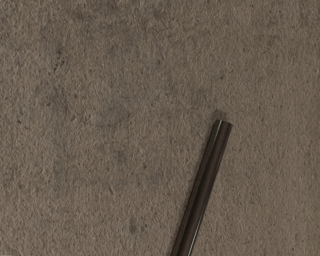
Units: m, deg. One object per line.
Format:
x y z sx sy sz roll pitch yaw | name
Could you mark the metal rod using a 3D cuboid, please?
0.043 0.132 0.426 0.025 0.025 0.299 22 83 -19 | metal rod
